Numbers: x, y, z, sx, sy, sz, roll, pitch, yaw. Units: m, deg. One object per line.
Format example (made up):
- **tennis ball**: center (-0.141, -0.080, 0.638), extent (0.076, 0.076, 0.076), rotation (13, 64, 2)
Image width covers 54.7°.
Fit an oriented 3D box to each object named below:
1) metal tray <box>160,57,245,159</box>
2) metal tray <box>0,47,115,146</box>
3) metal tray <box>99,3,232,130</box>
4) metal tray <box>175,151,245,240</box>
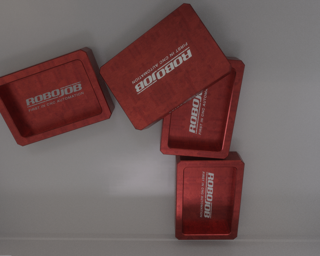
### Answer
- **metal tray**: center (0.050, -0.027, 0.398), extent (0.091, 0.030, 0.129), rotation (5, 110, -2)
- **metal tray**: center (-0.135, -0.039, 0.392), extent (0.131, 0.030, 0.090), rotation (-17, 109, 6)
- **metal tray**: center (0.006, -0.068, 0.363), extent (0.130, 0.030, 0.090), rotation (-34, 86, 15)
- **metal tray**: center (0.068, 0.099, 0.445), extent (0.091, 0.030, 0.129), rotation (0, 110, 0)
